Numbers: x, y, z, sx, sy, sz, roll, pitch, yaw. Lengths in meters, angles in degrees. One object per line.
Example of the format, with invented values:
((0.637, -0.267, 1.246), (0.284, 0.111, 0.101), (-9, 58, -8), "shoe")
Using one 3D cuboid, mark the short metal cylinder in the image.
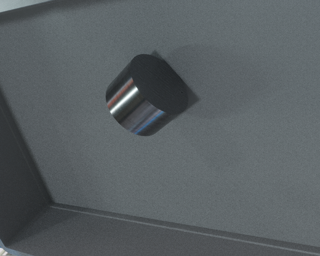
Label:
((-0.014, -0.037, 0.356), (0.080, 0.080, 0.050), (47, 129, -5), "short metal cylinder")
